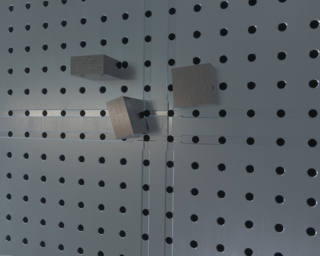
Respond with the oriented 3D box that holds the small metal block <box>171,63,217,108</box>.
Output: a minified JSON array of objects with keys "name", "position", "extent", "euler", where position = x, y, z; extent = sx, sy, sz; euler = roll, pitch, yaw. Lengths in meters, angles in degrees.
[{"name":"small metal block","position":[0.044,-0.053,0.397],"extent":[0.050,0.025,0.050],"euler":[-5,88,20]}]

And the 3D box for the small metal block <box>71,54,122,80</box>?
[{"name":"small metal block","position":[-0.088,-0.083,0.431],"extent":[0.050,0.050,0.025],"euler":[1,91,20]}]

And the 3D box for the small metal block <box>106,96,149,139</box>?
[{"name":"small metal block","position":[-0.042,-0.013,0.415],"extent":[0.025,0.050,0.050],"euler":[-19,84,19]}]
